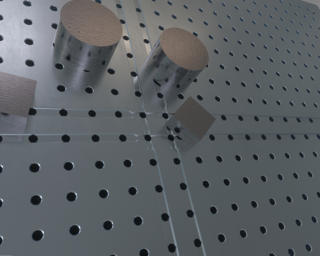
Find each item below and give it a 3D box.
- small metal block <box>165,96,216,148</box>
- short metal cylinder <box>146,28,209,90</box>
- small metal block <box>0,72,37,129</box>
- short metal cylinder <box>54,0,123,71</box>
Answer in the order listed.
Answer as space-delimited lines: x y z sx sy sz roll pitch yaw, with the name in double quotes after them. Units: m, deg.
0.043 -0.009 0.437 0.050 0.025 0.050 42 51 0 "small metal block"
0.026 -0.104 0.470 0.081 0.050 0.080 14 56 -21 "short metal cylinder"
-0.167 -0.032 0.337 0.050 0.025 0.050 13 56 -21 "small metal block"
-0.097 -0.124 0.416 0.081 0.050 0.080 14 56 -21 "short metal cylinder"
